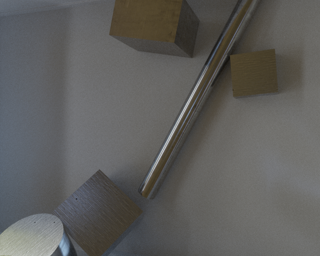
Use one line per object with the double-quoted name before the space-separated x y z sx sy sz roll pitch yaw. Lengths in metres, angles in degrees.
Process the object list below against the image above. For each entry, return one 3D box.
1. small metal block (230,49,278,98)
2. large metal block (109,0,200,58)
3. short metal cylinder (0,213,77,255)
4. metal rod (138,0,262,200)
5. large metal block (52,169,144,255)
"small metal block" 0.113 -0.064 0.371 0.050 0.025 0.050 -4 89 19
"large metal block" -0.003 -0.124 0.382 0.080 0.080 0.050 12 94 19
"short metal cylinder" -0.141 0.145 0.351 0.080 0.080 0.050 1 123 19
"metal rod" 0.050 -0.042 0.392 0.025 0.025 0.298 30 100 17
"large metal block" -0.079 0.116 0.404 0.080 0.050 0.080 41 67 15
